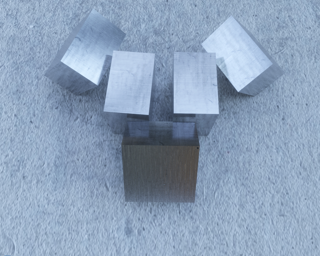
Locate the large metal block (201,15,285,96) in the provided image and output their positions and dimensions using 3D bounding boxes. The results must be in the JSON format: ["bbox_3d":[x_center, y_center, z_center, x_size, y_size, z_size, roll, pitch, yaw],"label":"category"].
[{"bbox_3d":[0.111,-0.091,0.408,0.050,0.080,0.080,-41,71,25],"label":"large metal block"}]

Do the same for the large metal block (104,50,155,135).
[{"bbox_3d":[-0.034,-0.040,0.395,0.050,0.080,0.080,5,70,1],"label":"large metal block"}]

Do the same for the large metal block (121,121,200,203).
[{"bbox_3d":[0.001,0.039,0.359,0.081,0.079,0.050,1,31,0],"label":"large metal block"}]

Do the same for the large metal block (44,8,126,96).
[{"bbox_3d":[-0.099,-0.095,0.404,0.050,0.080,0.080,34,69,-27],"label":"large metal block"}]

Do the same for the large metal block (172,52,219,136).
[{"bbox_3d":[0.041,-0.040,0.395,0.050,0.080,0.080,1,70,0],"label":"large metal block"}]
